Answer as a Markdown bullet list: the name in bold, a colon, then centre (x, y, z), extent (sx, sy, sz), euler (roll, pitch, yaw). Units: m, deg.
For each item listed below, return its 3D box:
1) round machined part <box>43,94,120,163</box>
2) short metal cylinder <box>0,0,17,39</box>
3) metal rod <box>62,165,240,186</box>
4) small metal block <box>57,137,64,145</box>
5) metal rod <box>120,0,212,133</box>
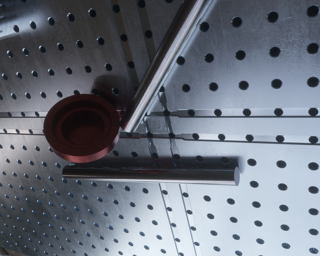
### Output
- **round machined part**: centre (-0.105, 0.004, 0.427), extent (0.098, 0.098, 0.042), euler (28, 150, 10)
- **short metal cylinder**: centre (-0.249, -0.159, 0.428), extent (0.080, 0.050, 0.079), euler (13, 124, 21)
- **metal rod**: centre (-0.032, 0.070, 0.471), extent (0.300, 0.025, 0.025), euler (-3, 117, 29)
- **small metal block**: centre (-0.120, 0.015, 0.468), extent (0.050, 0.050, 0.025), euler (28, 128, 11)
- **metal rod**: centre (0.019, -0.100, 0.339), extent (0.025, 0.025, 0.298), euler (36, 129, 4)
